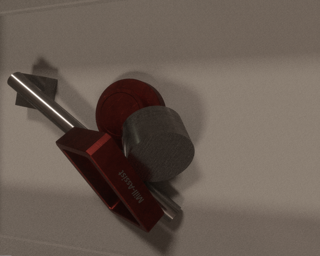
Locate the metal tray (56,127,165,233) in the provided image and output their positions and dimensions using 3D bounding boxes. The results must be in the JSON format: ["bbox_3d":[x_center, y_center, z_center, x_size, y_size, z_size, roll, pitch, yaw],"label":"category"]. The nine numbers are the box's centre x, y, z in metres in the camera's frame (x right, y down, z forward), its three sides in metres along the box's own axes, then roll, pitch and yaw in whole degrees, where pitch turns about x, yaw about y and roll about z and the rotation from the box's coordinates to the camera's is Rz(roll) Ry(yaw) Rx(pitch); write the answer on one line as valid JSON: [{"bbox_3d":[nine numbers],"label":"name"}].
[{"bbox_3d":[-0.059,0.060,0.369,0.090,0.030,0.130,7,135,51],"label":"metal tray"}]

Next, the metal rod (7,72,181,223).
[{"bbox_3d":[-0.096,0.021,0.427,0.300,0.025,0.025,39,102,9],"label":"metal rod"}]

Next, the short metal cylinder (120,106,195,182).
[{"bbox_3d":[-0.004,0.020,0.375,0.080,0.080,0.050,-38,40,16],"label":"short metal cylinder"}]

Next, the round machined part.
[{"bbox_3d":[-0.044,-0.018,0.416,0.098,0.042,0.097,0,90,19],"label":"round machined part"}]

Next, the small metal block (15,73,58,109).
[{"bbox_3d":[-0.190,-0.055,0.476,0.050,0.025,0.050,11,94,19],"label":"small metal block"}]
